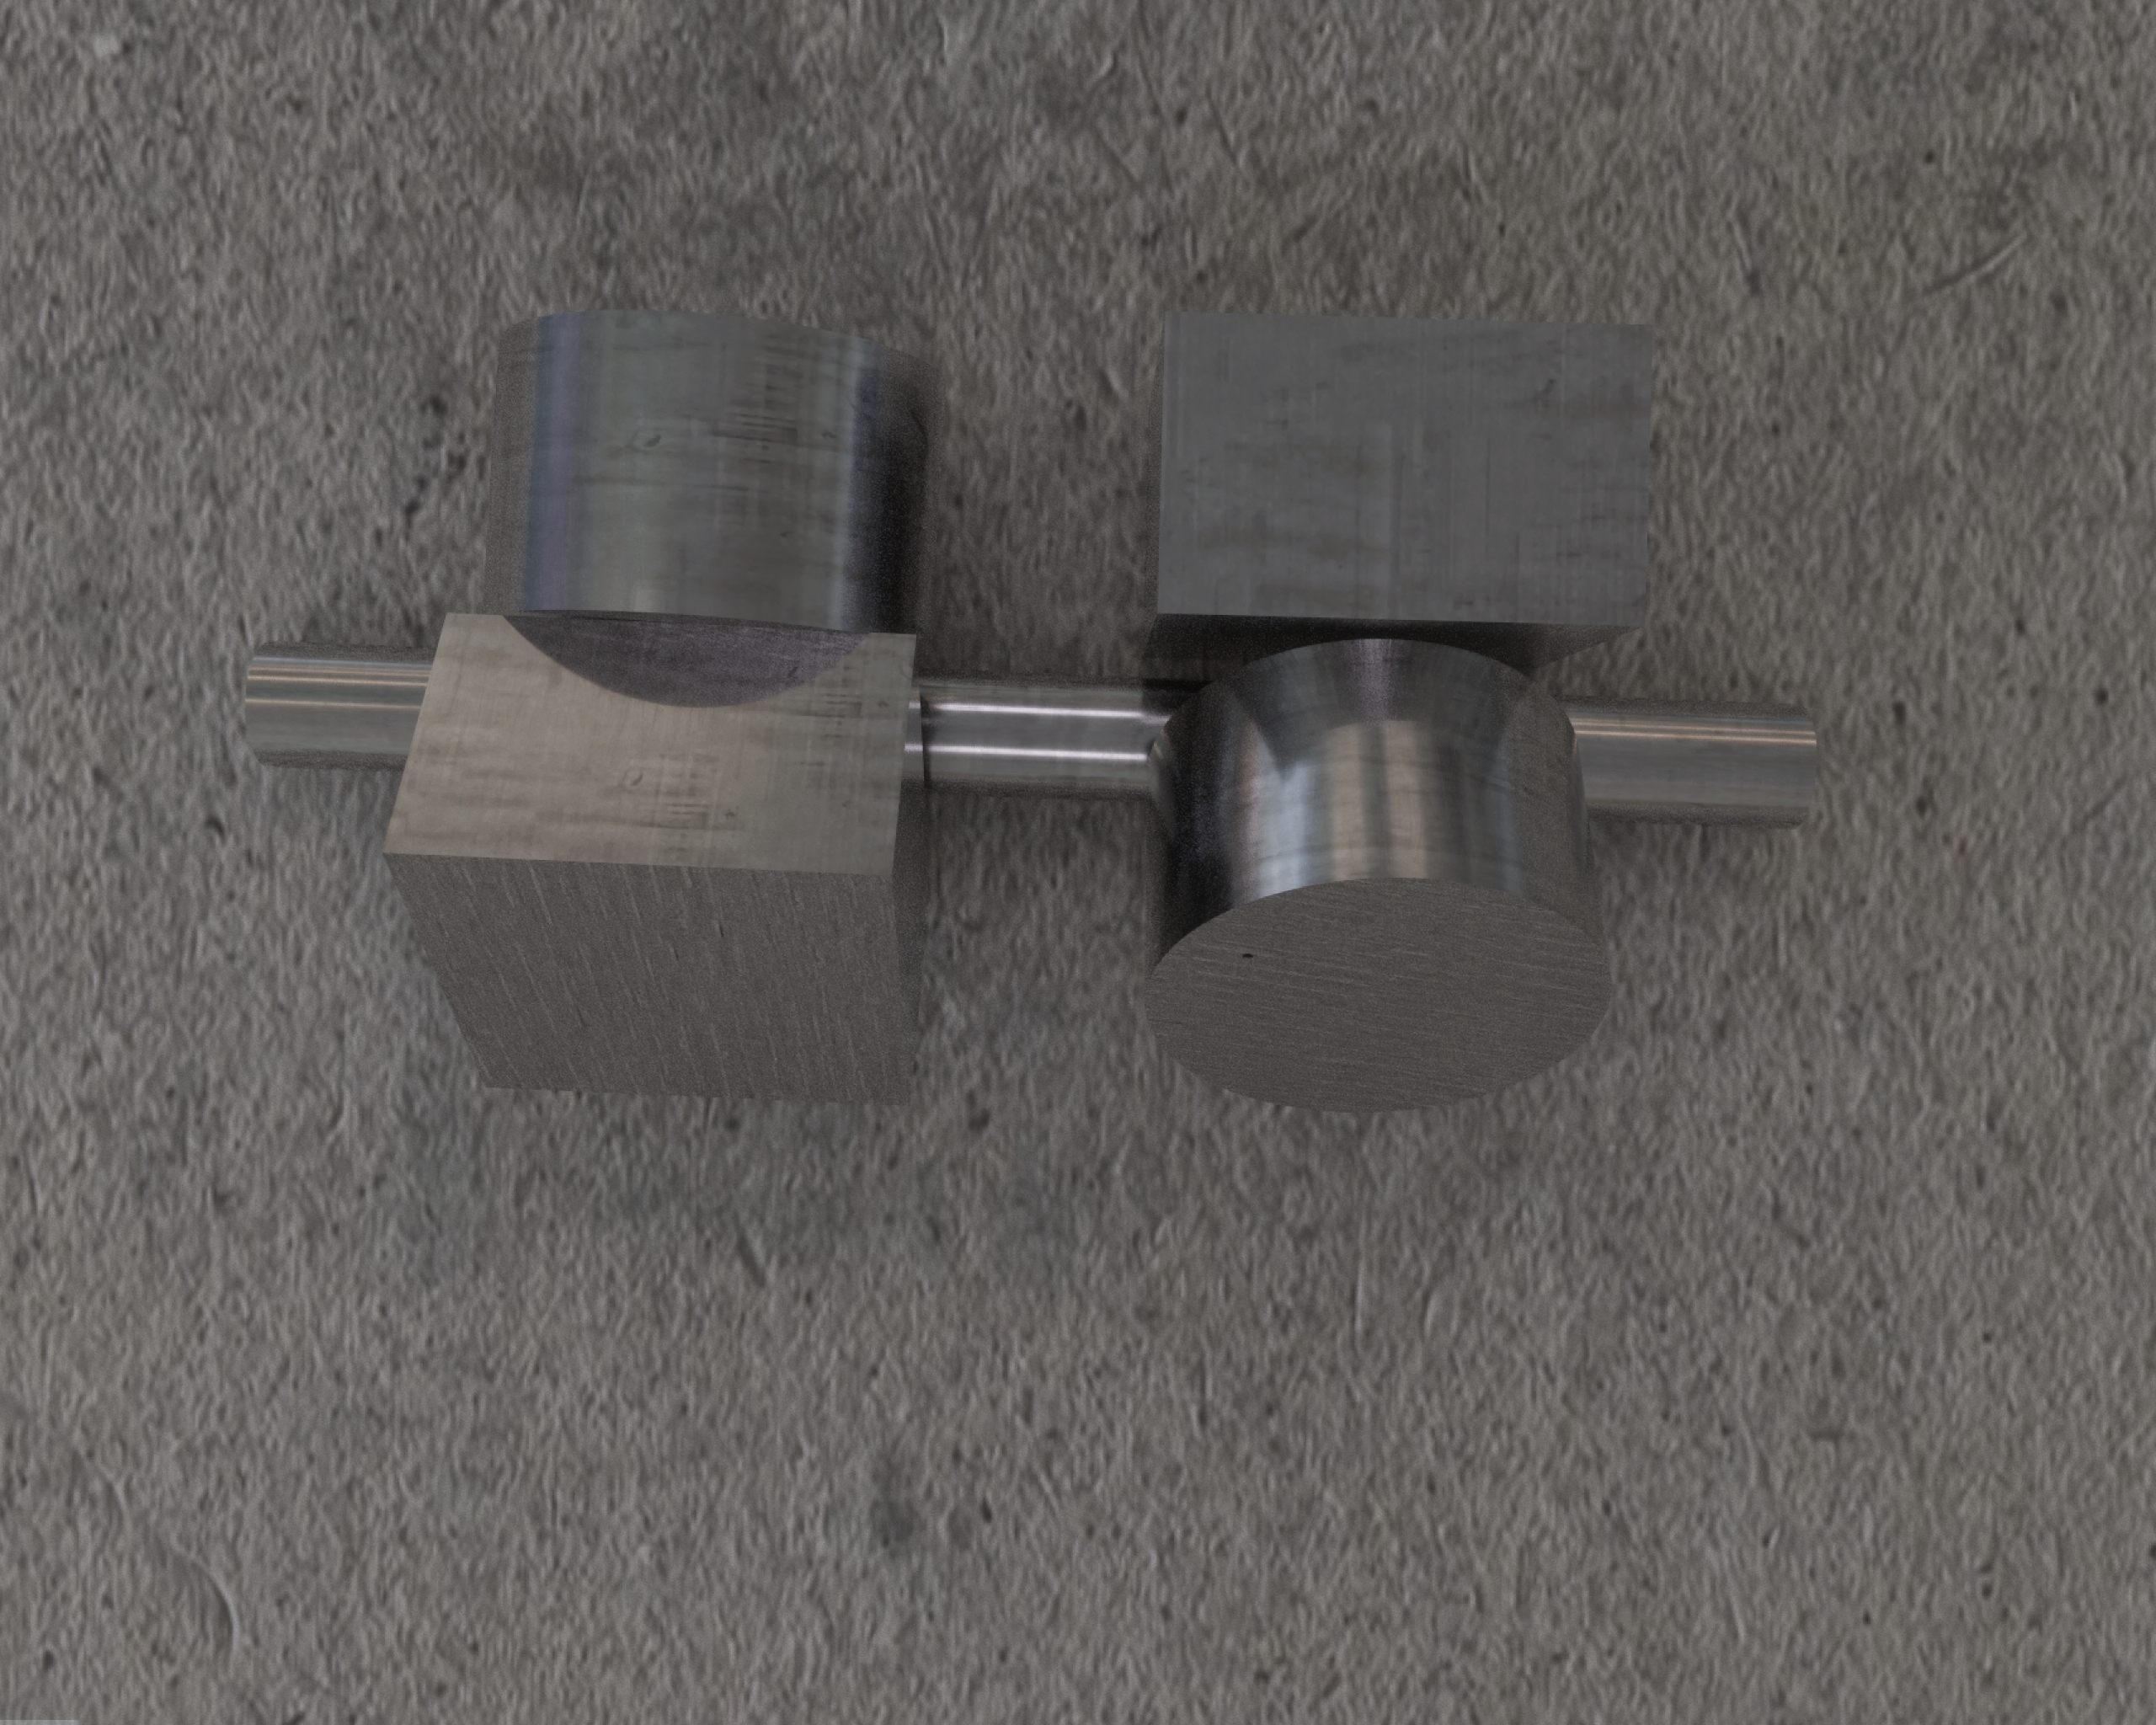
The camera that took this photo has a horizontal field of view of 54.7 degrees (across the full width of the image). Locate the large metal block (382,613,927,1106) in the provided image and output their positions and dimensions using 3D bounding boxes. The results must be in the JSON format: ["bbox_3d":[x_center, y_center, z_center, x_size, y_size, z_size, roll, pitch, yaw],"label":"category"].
[{"bbox_3d":[-0.070,0.002,0.377,0.081,0.080,0.050,3,56,-1],"label":"large metal block"}]

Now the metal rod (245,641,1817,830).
[{"bbox_3d":[-0.008,-0.025,0.413,0.302,0.025,0.025,2,90,-1],"label":"metal rod"}]

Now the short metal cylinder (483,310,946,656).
[{"bbox_3d":[-0.066,-0.066,0.383,0.080,0.080,0.050,3,90,0],"label":"short metal cylinder"}]

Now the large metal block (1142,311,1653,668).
[{"bbox_3d":[0.054,-0.065,0.384,0.081,0.080,0.050,1,90,0],"label":"large metal block"}]

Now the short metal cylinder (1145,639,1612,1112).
[{"bbox_3d":[0.053,0.004,0.378,0.081,0.080,0.050,2,55,0],"label":"short metal cylinder"}]
